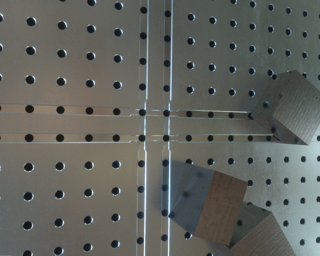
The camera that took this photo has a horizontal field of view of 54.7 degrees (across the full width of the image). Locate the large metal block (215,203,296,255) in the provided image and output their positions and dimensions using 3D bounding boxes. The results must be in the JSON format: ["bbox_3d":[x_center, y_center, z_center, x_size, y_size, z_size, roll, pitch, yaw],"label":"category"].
[{"bbox_3d":[0.136,0.172,0.452,0.080,0.050,0.080,-34,102,-17],"label":"large metal block"}]

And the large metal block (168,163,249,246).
[{"bbox_3d":[0.060,0.096,0.407,0.050,0.080,0.080,22,83,-19],"label":"large metal block"}]

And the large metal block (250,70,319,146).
[{"bbox_3d":[0.200,-0.029,0.475,0.080,0.050,0.080,35,79,-17],"label":"large metal block"}]
